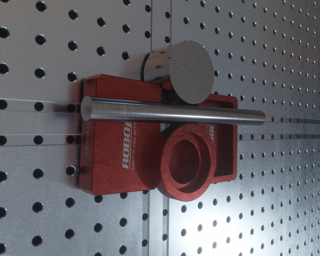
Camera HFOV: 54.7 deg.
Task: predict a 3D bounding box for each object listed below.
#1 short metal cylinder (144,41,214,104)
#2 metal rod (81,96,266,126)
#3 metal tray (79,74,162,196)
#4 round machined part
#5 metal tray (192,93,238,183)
[{"bbox_3d":[0.026,-0.070,0.409,0.081,0.050,0.079,0,90,-40],"label":"short metal cylinder"},{"bbox_3d":[0.043,-0.018,0.401,0.302,0.025,0.025,1,90,-40],"label":"metal rod"},{"bbox_3d":[-0.044,0.008,0.363,0.091,0.030,0.129,4,88,-40],"label":"metal tray"},{"bbox_3d":[0.025,0.043,0.403,0.099,0.042,0.097,0,90,-40],"label":"round machined part"},{"bbox_3d":[0.077,0.015,0.466,0.091,0.030,0.129,1,89,-40],"label":"metal tray"}]
